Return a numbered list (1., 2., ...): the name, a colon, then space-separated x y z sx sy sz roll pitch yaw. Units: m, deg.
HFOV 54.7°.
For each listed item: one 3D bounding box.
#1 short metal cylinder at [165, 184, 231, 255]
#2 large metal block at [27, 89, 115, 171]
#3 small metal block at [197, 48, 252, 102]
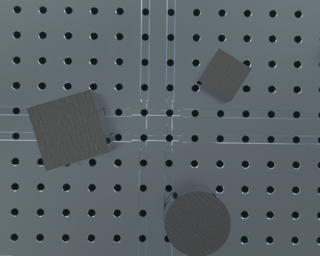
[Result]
1. short metal cylinder: 0.046 0.117 0.401 0.081 0.050 0.079 0 90 0
2. large metal block: -0.111 0.003 0.400 0.080 0.050 0.080 -17 90 0
3. small metal block: 0.085 -0.069 0.414 0.050 0.025 0.050 32 90 0
